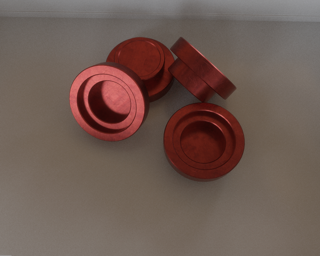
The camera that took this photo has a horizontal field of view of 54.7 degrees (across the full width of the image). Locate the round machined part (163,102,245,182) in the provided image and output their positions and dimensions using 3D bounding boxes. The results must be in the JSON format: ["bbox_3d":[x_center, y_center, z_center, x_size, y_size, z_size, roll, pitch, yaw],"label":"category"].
[{"bbox_3d":[0.053,0.020,0.394,0.099,0.042,0.098,0,70,-1],"label":"round machined part"}]

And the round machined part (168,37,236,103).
[{"bbox_3d":[0.049,-0.069,0.403,0.098,0.098,0.042,46,103,14],"label":"round machined part"}]

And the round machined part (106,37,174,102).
[{"bbox_3d":[-0.027,-0.086,0.432,0.099,0.042,0.098,0,70,0],"label":"round machined part"}]

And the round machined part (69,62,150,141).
[{"bbox_3d":[-0.060,-0.035,0.395,0.098,0.042,0.097,5,112,12],"label":"round machined part"}]
